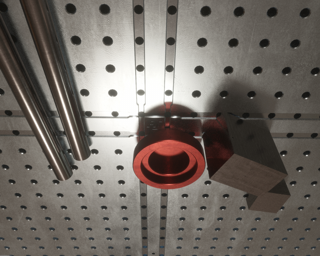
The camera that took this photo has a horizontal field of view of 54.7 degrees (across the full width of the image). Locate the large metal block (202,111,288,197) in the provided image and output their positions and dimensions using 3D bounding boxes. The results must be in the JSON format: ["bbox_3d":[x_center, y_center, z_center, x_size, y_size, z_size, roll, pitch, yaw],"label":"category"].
[{"bbox_3d":[0.107,0.034,0.406,0.080,0.080,0.050,22,127,-18],"label":"large metal block"}]

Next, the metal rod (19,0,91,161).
[{"bbox_3d":[-0.120,-0.075,0.345,0.025,0.025,0.298,-3,130,2],"label":"metal rod"}]

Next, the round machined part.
[{"bbox_3d":[0.012,0.039,0.434,0.099,0.042,0.097,0,130,0],"label":"round machined part"}]

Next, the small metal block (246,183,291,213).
[{"bbox_3d":[0.177,0.113,0.511,0.050,0.025,0.050,9,130,-9],"label":"small metal block"}]

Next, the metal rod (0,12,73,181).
[{"bbox_3d":[-0.162,-0.042,0.373,0.025,0.025,0.298,-6,130,4],"label":"metal rod"}]
